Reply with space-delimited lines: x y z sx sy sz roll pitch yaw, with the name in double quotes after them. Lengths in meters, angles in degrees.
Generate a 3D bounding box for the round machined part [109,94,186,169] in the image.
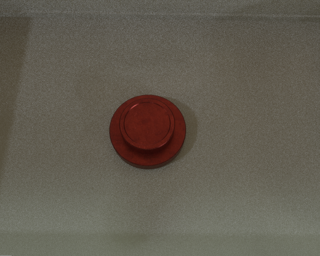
-0.016 0.001 0.396 0.099 0.042 0.098 0 70 -1 "round machined part"
